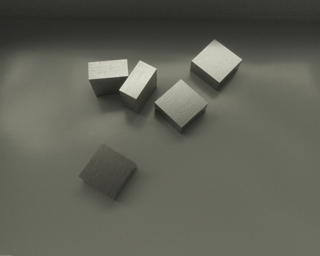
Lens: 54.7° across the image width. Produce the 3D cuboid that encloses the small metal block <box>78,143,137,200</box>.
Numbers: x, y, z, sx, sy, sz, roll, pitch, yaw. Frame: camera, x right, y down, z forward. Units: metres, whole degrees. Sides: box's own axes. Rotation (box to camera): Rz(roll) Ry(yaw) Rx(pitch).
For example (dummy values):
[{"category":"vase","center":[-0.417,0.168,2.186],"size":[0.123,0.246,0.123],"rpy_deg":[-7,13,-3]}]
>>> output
[{"category":"small metal block","center":[-0.064,0.055,0.389],"size":[0.050,0.025,0.050],"rpy_deg":[30,72,10]}]

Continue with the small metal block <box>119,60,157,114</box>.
[{"category":"small metal block","center":[-0.028,-0.053,0.416],"size":[0.025,0.050,0.050],"rpy_deg":[29,72,9]}]

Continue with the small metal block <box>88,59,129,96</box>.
[{"category":"small metal block","center":[-0.067,-0.067,0.420],"size":[0.050,0.050,0.025],"rpy_deg":[-6,70,-2]}]

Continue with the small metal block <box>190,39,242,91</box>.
[{"category":"small metal block","center":[0.080,-0.090,0.444],"size":[0.050,0.025,0.050],"rpy_deg":[41,75,13]}]

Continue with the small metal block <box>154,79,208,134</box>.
[{"category":"small metal block","center":[0.028,-0.029,0.421],"size":[0.050,0.025,0.050],"rpy_deg":[-43,76,-14]}]
